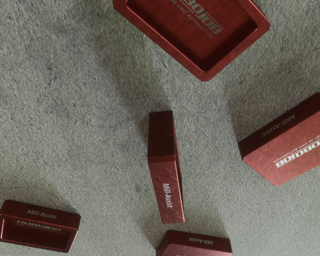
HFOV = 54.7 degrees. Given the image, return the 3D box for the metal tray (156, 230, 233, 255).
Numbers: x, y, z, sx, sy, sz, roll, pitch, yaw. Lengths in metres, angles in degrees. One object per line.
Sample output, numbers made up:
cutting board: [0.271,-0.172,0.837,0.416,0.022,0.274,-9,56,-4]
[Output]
metal tray: [0.065,0.247,0.615,0.131,0.030,0.089,12,129,-11]

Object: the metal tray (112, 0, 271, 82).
metal tray: [0.032,-0.116,0.305,0.130,0.030,0.090,34,122,-26]

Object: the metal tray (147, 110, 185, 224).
metal tray: [0.010,0.053,0.409,0.030,0.090,0.129,-6,130,5]

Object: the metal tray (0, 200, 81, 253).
metal tray: [-0.217,0.178,0.553,0.131,0.030,0.089,17,128,-14]

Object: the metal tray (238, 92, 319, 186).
metal tray: [0.187,0.021,0.423,0.090,0.030,0.130,36,121,-27]
